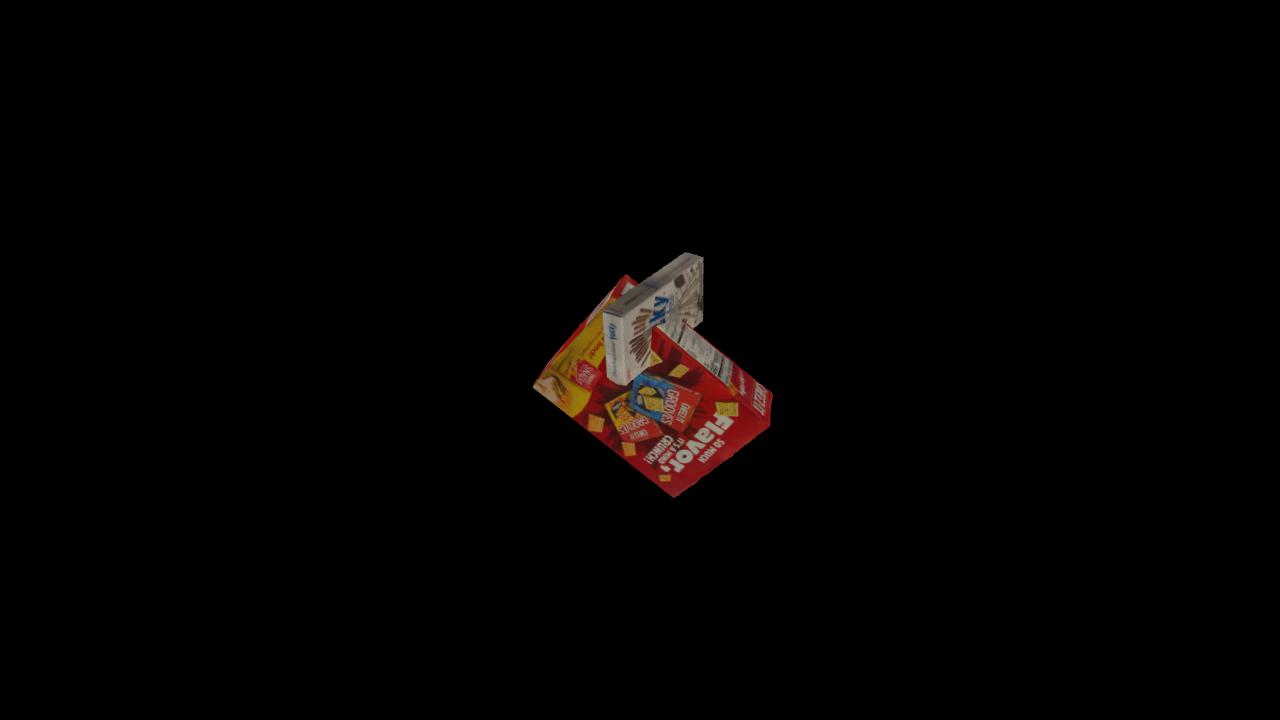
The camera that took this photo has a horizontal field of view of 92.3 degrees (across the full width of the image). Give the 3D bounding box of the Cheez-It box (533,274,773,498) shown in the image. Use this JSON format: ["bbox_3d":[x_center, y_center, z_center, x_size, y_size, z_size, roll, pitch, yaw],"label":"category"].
[{"bbox_3d":[0.015,0.036,0.699,0.166,0.223,0.071,-45,11,33],"label":"Cheez-It box"}]

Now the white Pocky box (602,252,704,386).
[{"bbox_3d":[0.018,-0.047,0.648,0.028,0.084,0.154,20,41,30],"label":"white Pocky box"}]
